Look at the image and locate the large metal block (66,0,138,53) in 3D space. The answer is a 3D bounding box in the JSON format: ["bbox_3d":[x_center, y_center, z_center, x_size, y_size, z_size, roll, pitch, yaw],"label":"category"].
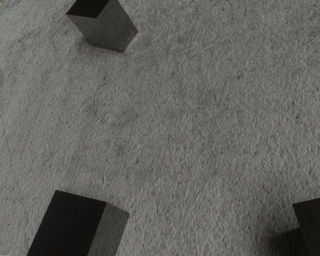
[{"bbox_3d":[-0.098,-0.180,0.531,0.080,0.080,0.050,21,73,36],"label":"large metal block"}]

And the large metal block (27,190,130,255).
[{"bbox_3d":[-0.093,0.124,0.361,0.080,0.050,0.080,5,64,30],"label":"large metal block"}]

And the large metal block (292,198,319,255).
[{"bbox_3d":[0.142,0.101,0.232,0.050,0.080,0.080,-19,54,17],"label":"large metal block"}]
